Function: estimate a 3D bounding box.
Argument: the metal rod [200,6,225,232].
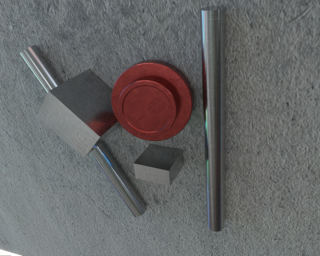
[{"bbox_3d":[0.067,0.011,0.377,0.025,0.025,0.298,8,122,24],"label":"metal rod"}]

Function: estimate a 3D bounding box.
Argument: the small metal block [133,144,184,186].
[{"bbox_3d":[0.000,0.048,0.420,0.050,0.050,0.025,9,122,23],"label":"small metal block"}]

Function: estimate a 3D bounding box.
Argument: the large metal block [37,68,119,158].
[{"bbox_3d":[-0.096,-0.021,0.407,0.080,0.080,0.050,42,129,-1],"label":"large metal block"}]

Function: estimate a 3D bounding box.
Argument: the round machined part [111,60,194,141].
[{"bbox_3d":[-0.011,-0.028,0.367,0.098,0.042,0.097,4,113,9],"label":"round machined part"}]

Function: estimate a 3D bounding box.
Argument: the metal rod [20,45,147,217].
[{"bbox_3d":[-0.108,0.014,0.470,0.025,0.025,0.299,-21,107,36],"label":"metal rod"}]
